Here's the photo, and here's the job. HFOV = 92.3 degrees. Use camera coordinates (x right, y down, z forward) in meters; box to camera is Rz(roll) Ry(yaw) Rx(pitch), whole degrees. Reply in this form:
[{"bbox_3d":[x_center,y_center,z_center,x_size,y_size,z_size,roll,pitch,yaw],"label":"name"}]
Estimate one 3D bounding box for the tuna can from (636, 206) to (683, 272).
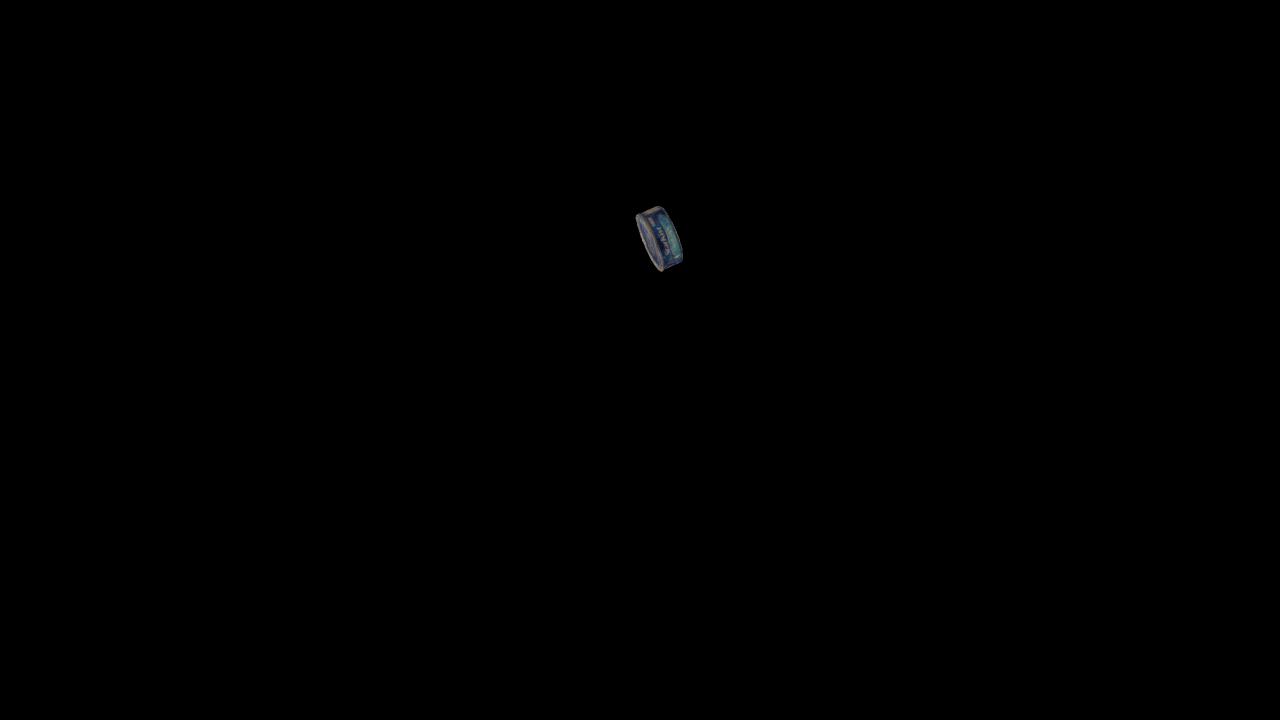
[{"bbox_3d":[0.027,-0.165,0.835,0.034,0.084,0.084,-25,2,-5],"label":"tuna can"}]
